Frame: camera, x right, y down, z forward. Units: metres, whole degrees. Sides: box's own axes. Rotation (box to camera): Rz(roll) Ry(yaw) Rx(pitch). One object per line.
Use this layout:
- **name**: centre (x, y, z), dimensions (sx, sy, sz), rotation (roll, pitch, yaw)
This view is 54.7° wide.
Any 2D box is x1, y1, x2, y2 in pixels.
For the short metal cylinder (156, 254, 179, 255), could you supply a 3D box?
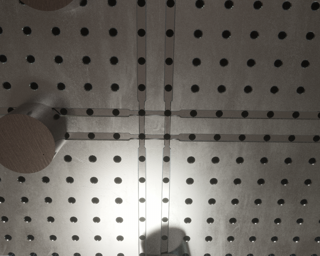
- **short metal cylinder**: centre (0.009, 0.242, 0.473), dimensions (0.080, 0.080, 0.050), rotation (-11, 110, 4)

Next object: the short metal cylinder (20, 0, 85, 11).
- **short metal cylinder**: centre (-0.118, -0.169, 0.336), dimensions (0.081, 0.050, 0.079), rotation (0, 110, -1)

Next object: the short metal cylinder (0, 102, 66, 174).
- **short metal cylinder**: centre (-0.169, 0.012, 0.402), dimensions (0.081, 0.050, 0.079), rotation (0, 110, -1)
